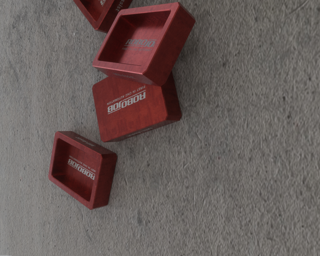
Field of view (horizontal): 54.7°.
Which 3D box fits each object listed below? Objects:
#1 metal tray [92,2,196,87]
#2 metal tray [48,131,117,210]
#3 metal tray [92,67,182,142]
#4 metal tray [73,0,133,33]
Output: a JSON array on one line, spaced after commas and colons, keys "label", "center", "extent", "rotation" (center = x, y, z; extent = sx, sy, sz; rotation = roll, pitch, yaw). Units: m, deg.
[{"label": "metal tray", "center": [-0.026, -0.105, 0.387], "extent": [0.130, 0.030, 0.090], "rotation": [20, 82, 50]}, {"label": "metal tray", "center": [-0.131, 0.065, 0.509], "extent": [0.130, 0.030, 0.089], "rotation": [21, 103, 38]}, {"label": "metal tray", "center": [-0.037, -0.037, 0.433], "extent": [0.130, 0.030, 0.090], "rotation": [-19, 78, 38]}, {"label": "metal tray", "center": [-0.073, -0.220, 0.461], "extent": [0.129, 0.030, 0.090], "rotation": [-51, 61, 28]}]
